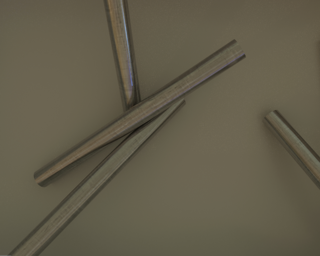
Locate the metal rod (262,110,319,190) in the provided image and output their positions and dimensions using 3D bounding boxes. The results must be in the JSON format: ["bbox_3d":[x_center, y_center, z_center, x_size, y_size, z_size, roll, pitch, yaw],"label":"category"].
[{"bbox_3d":[0.218,0.097,0.346,0.025,0.025,0.299,-32,63,0],"label":"metal rod"}]

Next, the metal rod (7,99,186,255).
[{"bbox_3d":[-0.076,0.064,0.371,0.025,0.025,0.301,44,74,0],"label":"metal rod"}]

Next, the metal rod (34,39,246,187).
[{"bbox_3d":[-0.034,-0.011,0.380,0.300,0.025,0.025,-32,90,12],"label":"metal rod"}]

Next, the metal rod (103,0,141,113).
[{"bbox_3d":[-0.046,-0.130,0.327,0.025,0.025,0.298,-6,126,0],"label":"metal rod"}]
